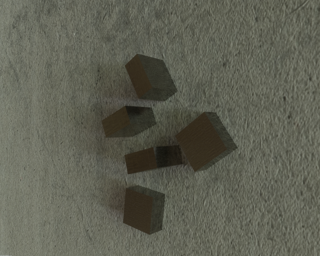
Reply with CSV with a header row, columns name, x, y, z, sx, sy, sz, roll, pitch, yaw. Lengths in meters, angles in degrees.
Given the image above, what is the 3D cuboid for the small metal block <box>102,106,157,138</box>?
name,x,y,z,sx,sy,sz,roll,pitch,yaw
small metal block,-0.042,-0.008,0.424,0.050,0.050,0.025,-27,73,37

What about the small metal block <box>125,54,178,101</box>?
name,x,y,z,sx,sy,sz,roll,pitch,yaw
small metal block,-0.011,-0.064,0.398,0.025,0.050,0.050,-36,68,34

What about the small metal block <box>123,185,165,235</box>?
name,x,y,z,sx,sy,sz,roll,pitch,yaw
small metal block,-0.022,0.110,0.423,0.050,0.025,0.050,9,96,39

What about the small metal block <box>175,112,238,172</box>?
name,x,y,z,sx,sy,sz,roll,pitch,yaw
small metal block,0.053,0.016,0.361,0.050,0.025,0.050,-42,65,32

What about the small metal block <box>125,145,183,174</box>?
name,x,y,z,sx,sy,sz,roll,pitch,yaw
small metal block,-0.008,0.040,0.395,0.050,0.050,0.025,-18,79,38
